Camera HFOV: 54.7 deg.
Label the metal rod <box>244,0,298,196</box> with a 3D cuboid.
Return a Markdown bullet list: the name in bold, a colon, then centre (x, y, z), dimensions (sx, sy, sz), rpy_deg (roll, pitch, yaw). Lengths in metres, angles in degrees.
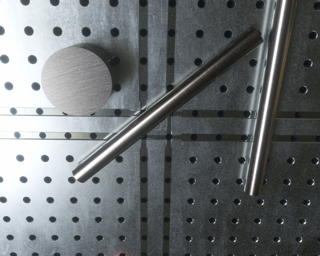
- **metal rod**: centre (0.141, -0.048, 0.396), dimensions (0.025, 0.025, 0.298), rpy_deg (3, 110, -1)

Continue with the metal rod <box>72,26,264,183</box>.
- **metal rod**: centre (0.001, -0.023, 0.404), dimensions (0.300, 0.025, 0.025), rpy_deg (-38, 106, 12)

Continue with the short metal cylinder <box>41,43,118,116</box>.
- **short metal cylinder**: centre (-0.095, -0.060, 0.377), dimensions (0.081, 0.050, 0.079), rpy_deg (0, 110, 0)
